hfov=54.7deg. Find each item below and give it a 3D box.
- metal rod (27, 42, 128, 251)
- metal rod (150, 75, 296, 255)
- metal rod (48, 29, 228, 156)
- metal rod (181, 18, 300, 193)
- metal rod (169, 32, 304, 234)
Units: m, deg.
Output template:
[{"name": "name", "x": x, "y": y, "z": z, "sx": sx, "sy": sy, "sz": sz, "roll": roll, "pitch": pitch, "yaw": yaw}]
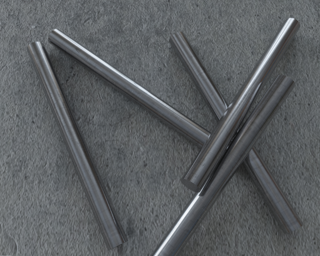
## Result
[{"name": "metal rod", "x": -0.114, "y": 0.010, "z": 0.403, "sx": 0.025, "sy": 0.025, "sz": 0.299, "roll": -25, "pitch": 72, "yaw": -9}, {"name": "metal rod", "x": 0.069, "y": 0.059, "z": 0.367, "sx": 0.025, "sy": 0.025, "sz": 0.300, "roll": 35, "pitch": 81, "yaw": 12}, {"name": "metal rod", "x": -0.035, "y": -0.050, "z": 0.425, "sx": 0.300, "sy": 0.025, "sz": 0.025, "roll": 35, "pitch": 74, "yaw": 12}, {"name": "metal rod", "x": 0.116, "y": -0.046, "z": 0.403, "sx": 0.025, "sy": 0.025, "sz": 0.301, "roll": 32, "pitch": 65, "yaw": 11}, {"name": "metal rod", "x": 0.091, "y": -0.007, "z": 0.411, "sx": 0.025, "sy": 0.025, "sz": 0.299, "roll": -25, "pitch": 72, "yaw": -9}]
